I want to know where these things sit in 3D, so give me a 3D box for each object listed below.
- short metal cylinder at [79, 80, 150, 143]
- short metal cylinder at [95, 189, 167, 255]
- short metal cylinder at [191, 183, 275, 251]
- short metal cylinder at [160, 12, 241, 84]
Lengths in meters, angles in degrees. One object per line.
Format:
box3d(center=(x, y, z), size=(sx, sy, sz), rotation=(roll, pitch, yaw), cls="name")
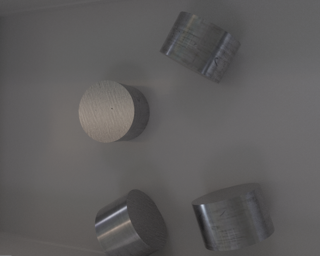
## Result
box3d(center=(-0.061, -0.021, 0.419), size=(0.080, 0.050, 0.080), rotation=(0, 90, 20), cls="short metal cylinder")
box3d(center=(-0.035, 0.126, 0.394), size=(0.050, 0.080, 0.080), rotation=(-34, 79, 17), cls="short metal cylinder")
box3d(center=(0.082, 0.099, 0.352), size=(0.080, 0.080, 0.050), rotation=(-19, 84, 19), cls="short metal cylinder")
box3d(center=(0.046, -0.093, 0.365), size=(0.080, 0.080, 0.050), rotation=(32, 101, 17), cls="short metal cylinder")
